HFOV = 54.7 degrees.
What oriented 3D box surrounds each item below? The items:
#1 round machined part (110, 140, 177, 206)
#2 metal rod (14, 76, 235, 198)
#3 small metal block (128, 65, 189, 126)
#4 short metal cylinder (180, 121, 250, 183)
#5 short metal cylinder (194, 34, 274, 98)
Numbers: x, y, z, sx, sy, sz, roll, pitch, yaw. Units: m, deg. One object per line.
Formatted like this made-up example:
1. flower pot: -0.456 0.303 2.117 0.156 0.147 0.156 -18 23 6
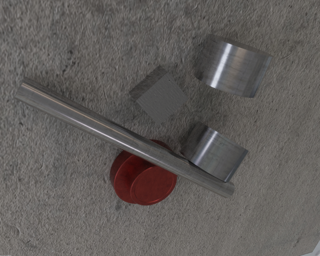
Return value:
1. round machined part: -0.016 0.068 0.429 0.099 0.042 0.097 -14 124 -21
2. metal rod: -0.021 0.024 0.375 0.301 0.025 0.025 29 103 -27
3. small metal block: -0.001 -0.040 0.382 0.050 0.025 0.050 -42 130 1
4. short metal cylinder: 0.075 0.032 0.428 0.080 0.080 0.050 28 96 -38
5. short metal cylinder: 0.087 -0.076 0.372 0.081 0.080 0.050 4 116 -31
